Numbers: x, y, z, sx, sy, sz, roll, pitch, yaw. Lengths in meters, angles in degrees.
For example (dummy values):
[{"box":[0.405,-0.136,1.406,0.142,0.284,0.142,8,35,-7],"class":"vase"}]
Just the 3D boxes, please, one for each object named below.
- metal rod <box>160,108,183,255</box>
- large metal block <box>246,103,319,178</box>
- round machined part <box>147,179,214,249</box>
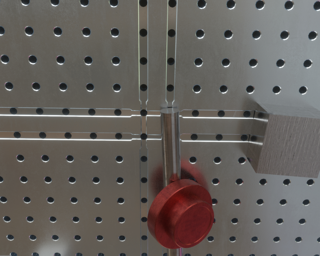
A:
[{"box":[0.020,0.117,0.456,0.025,0.025,0.298,-3,110,1],"class":"metal rod"},{"box":[0.167,0.015,0.407,0.081,0.050,0.079,5,110,-2],"class":"large metal block"},{"box":[0.035,0.124,0.426,0.099,0.042,0.097,-12,112,-30],"class":"round machined part"}]
